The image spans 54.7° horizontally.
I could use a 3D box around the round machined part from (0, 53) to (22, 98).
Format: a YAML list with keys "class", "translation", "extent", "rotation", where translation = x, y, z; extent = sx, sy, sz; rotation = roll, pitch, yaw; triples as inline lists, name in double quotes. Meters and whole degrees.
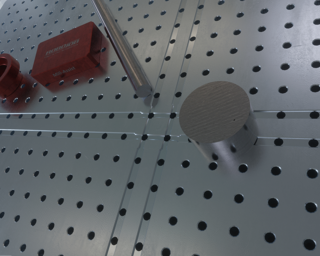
- class: "round machined part"
  translation: [-0.322, -0.100, 0.629]
  extent: [0.098, 0.042, 0.098]
  rotation: [-13, 56, 21]

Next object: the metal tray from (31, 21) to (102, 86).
- class: "metal tray"
  translation: [-0.175, -0.140, 0.583]
  extent: [0.130, 0.030, 0.090]
  rotation: [-15, 56, 19]

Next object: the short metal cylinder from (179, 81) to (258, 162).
- class: "short metal cylinder"
  translation: [0.069, -0.007, 0.361]
  extent: [0.080, 0.050, 0.080]
  rotation: [-13, 56, 21]

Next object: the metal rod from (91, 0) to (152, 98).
- class: "metal rod"
  translation: [-0.077, -0.159, 0.546]
  extent: [0.025, 0.025, 0.300]
  rotation: [-33, 51, 7]
